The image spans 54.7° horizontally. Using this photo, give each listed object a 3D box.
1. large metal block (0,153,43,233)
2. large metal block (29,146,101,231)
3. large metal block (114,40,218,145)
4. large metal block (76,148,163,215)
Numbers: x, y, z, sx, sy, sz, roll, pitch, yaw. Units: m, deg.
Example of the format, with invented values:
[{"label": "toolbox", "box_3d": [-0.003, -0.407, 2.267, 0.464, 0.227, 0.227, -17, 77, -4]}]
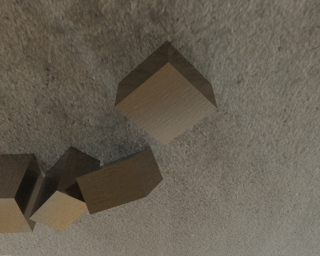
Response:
[{"label": "large metal block", "box_3d": [-0.209, 0.094, 0.448, 0.050, 0.080, 0.079, -1, 130, 1]}, {"label": "large metal block", "box_3d": [-0.134, 0.087, 0.443, 0.050, 0.080, 0.080, 32, 123, -25]}, {"label": "large metal block", "box_3d": [0.007, -0.038, 0.359, 0.080, 0.050, 0.080, -36, 122, 26]}, {"label": "large metal block", "box_3d": [-0.051, 0.069, 0.420, 0.080, 0.080, 0.050, -21, 90, 16]}]
